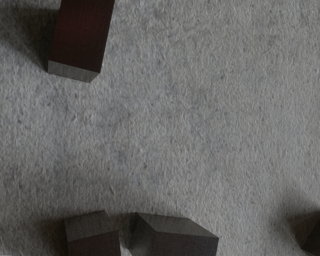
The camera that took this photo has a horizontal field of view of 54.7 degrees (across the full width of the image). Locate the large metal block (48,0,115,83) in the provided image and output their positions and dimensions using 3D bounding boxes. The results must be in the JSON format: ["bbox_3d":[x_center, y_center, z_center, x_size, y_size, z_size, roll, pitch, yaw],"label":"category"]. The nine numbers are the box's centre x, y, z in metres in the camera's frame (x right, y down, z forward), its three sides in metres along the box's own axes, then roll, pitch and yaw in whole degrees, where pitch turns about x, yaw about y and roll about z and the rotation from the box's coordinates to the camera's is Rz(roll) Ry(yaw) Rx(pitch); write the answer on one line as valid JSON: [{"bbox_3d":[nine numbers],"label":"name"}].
[{"bbox_3d":[-0.091,-0.100,0.347,0.050,0.080,0.080,12,86,-20],"label":"large metal block"}]

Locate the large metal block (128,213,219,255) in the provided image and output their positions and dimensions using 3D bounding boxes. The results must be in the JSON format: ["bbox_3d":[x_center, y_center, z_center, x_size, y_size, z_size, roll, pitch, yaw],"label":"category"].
[{"bbox_3d":[0.014,0.145,0.386,0.081,0.080,0.050,13,86,-20],"label":"large metal block"}]

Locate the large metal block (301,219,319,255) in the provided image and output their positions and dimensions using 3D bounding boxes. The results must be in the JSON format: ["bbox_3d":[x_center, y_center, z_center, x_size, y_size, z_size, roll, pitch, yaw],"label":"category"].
[{"bbox_3d":[0.295,0.196,0.508,0.080,0.050,0.080,43,76,-15],"label":"large metal block"}]

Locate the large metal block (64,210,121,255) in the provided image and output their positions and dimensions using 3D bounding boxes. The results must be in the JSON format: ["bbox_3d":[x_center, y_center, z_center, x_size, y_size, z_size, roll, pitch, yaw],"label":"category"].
[{"bbox_3d":[-0.076,0.148,0.352,0.050,0.080,0.079,-7,93,-20],"label":"large metal block"}]
